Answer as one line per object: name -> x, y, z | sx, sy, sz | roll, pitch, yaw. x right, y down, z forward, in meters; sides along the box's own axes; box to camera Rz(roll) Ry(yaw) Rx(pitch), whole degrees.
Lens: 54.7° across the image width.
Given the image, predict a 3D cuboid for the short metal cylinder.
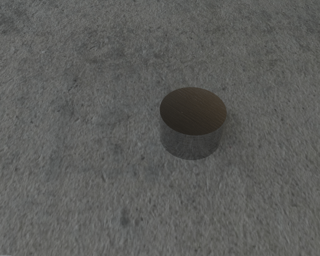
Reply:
short metal cylinder -> 0.040, -0.006, 0.393 | 0.081, 0.050, 0.080 | 0, 50, 0
